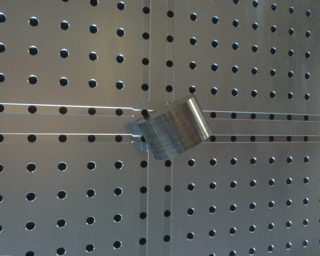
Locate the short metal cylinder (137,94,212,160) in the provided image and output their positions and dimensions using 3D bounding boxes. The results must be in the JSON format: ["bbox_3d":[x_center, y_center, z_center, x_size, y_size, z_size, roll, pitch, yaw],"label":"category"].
[{"bbox_3d":[0.018,-0.002,0.389,0.080,0.080,0.050,-30,99,-18],"label":"short metal cylinder"}]
